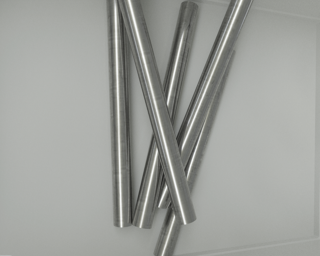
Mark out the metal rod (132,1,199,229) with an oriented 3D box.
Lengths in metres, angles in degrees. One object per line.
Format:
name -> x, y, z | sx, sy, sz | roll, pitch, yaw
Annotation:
metal rod -> 0.009, -0.023, 0.405 | 0.025, 0.025, 0.299 | 15, 82, -20

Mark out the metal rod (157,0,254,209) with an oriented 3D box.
metal rod -> 0.053, -0.036, 0.386 | 0.025, 0.025, 0.298 | 17, 101, -19

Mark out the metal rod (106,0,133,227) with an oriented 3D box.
metal rod -> -0.051, -0.027, 0.391 | 0.025, 0.025, 0.298 | -2, 91, -20

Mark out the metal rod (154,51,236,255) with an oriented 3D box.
metal rod -> 0.050, 0.030, 0.428 | 0.025, 0.025, 0.299 | 21, 83, -19

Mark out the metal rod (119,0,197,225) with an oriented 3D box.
metal rod -> -0.005, -0.031, 0.373 | 0.025, 0.025, 0.298 | -15, 92, -19
